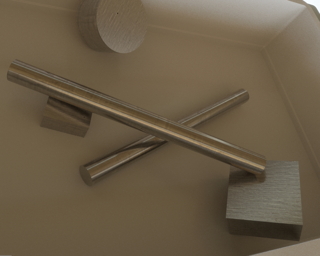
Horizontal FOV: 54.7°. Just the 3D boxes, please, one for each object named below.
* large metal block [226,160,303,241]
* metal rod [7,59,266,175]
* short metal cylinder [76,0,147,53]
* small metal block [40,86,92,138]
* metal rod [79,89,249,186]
[{"bbox_3d":[0.128,0.087,0.382,0.080,0.050,0.080,0,51,19],"label":"large metal block"},{"bbox_3d":[-0.019,-0.009,0.353,0.302,0.025,0.025,21,53,-8],"label":"metal rod"},{"bbox_3d":[-0.064,-0.142,0.417,0.081,0.050,0.079,-15,112,-41],"label":"short metal cylinder"},{"bbox_3d":[-0.106,-0.022,0.362,0.050,0.025,0.050,16,55,-19],"label":"small metal block"},{"bbox_3d":[0.029,-0.001,0.423,0.302,0.025,0.025,-26,76,-37],"label":"metal rod"}]
